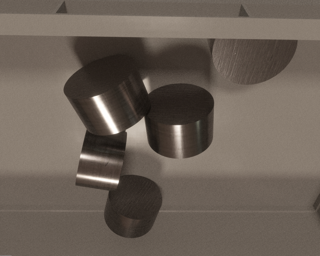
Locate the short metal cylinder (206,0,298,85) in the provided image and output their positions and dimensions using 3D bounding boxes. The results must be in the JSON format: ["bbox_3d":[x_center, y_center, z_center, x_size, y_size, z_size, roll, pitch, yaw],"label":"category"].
[{"bbox_3d":[0.091,-0.091,0.316,0.081,0.050,0.079,0,130,0],"label":"short metal cylinder"}]

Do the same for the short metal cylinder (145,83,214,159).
[{"bbox_3d":[0.022,-0.010,0.365,0.080,0.080,0.050,-4,130,3],"label":"short metal cylinder"}]

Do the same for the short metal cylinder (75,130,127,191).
[{"bbox_3d":[-0.076,0.039,0.406,0.050,0.080,0.079,11,129,-10],"label":"short metal cylinder"}]

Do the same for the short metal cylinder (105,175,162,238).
[{"bbox_3d":[-0.042,0.119,0.474,0.081,0.080,0.050,11,129,-10],"label":"short metal cylinder"}]

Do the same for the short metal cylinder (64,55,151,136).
[{"bbox_3d":[-0.056,-0.037,0.340,0.080,0.080,0.050,-14,129,11],"label":"short metal cylinder"}]
